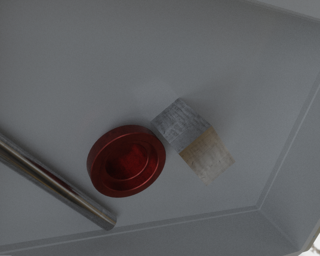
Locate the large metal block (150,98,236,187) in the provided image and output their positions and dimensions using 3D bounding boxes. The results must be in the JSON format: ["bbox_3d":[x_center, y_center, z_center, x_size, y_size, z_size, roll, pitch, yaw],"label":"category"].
[{"bbox_3d":[0.043,0.018,0.409,0.050,0.080,0.080,-41,130,-1],"label":"large metal block"}]

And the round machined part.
[{"bbox_3d":[-0.046,0.038,0.398,0.099,0.042,0.097,-14,125,-21],"label":"round machined part"}]

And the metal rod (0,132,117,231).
[{"bbox_3d":[-0.146,0.049,0.359,0.025,0.025,0.300,-40,130,-1],"label":"metal rod"}]
